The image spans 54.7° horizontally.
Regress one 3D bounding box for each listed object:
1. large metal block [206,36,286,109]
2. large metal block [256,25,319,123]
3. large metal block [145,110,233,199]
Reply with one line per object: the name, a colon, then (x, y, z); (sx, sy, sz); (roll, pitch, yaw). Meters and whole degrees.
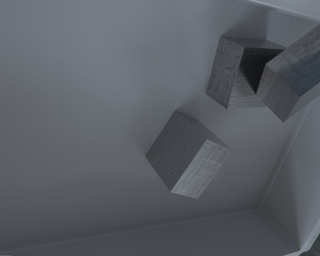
large metal block: (0.117, -0.074, 0.413); (0.081, 0.050, 0.079); (-5, 121, -27)
large metal block: (0.166, -0.061, 0.361); (0.080, 0.050, 0.080); (-37, 160, -4)
large metal block: (0.035, 0.034, 0.416); (0.050, 0.080, 0.080); (23, 106, -37)
